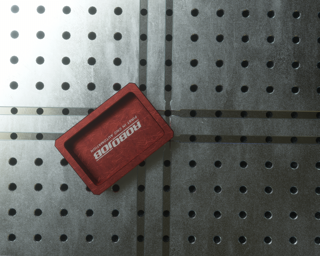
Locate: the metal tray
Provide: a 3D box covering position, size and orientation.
[{"bbox_3d":[-0.058,0.014,0.410,0.130,0.030,0.090,-38,91,-1],"label":"metal tray"}]
